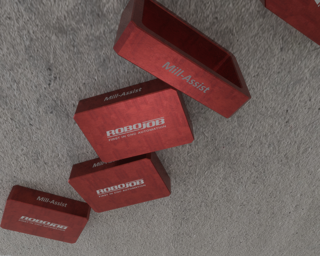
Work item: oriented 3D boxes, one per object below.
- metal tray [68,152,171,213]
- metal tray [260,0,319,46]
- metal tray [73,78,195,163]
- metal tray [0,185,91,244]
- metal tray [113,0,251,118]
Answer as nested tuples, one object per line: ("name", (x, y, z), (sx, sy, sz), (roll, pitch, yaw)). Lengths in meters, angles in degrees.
("metal tray", (-0.059, 0.080, 0.471), (0.130, 0.030, 0.090), (-17, 129, 13))
("metal tray", (0.166, -0.149, 0.279), (0.090, 0.030, 0.129), (25, 126, -20))
("metal tray", (-0.030, -0.008, 0.397), (0.130, 0.030, 0.090), (-14, 129, 11))
("metal tray", (-0.195, 0.151, 0.530), (0.131, 0.030, 0.089), (20, 127, -16))
("metal tray", (0.023, -0.073, 0.302), (0.131, 0.090, 0.030), (27, 125, -22))
